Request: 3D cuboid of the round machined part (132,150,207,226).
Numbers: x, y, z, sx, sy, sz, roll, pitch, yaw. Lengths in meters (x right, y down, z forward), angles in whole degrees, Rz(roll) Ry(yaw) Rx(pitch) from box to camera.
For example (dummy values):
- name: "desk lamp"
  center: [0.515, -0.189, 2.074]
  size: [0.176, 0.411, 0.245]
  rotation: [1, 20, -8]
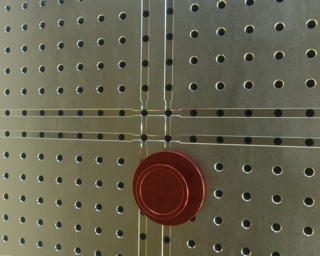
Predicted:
- name: "round machined part"
  center: [0.009, 0.078, 0.400]
  size: [0.098, 0.042, 0.097]
  rotation: [0, 90, 19]
